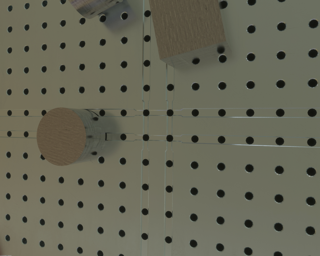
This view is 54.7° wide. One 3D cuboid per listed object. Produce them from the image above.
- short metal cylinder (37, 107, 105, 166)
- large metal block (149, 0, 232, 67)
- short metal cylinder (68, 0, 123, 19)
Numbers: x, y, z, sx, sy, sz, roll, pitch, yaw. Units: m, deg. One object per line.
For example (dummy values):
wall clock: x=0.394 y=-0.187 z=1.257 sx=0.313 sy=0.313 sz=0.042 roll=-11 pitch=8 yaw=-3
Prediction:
short metal cylinder: x=-0.126 y=0.012 z=0.444 sx=0.080 sy=0.050 sz=0.079 roll=0 pitch=90 yaw=20
large metal block: x=0.038 y=-0.129 z=0.386 sx=0.080 sy=0.050 sz=0.080 roll=-12 pitch=86 yaw=19
short metal cylinder: x=-0.093 y=-0.196 z=0.416 sx=0.050 sy=0.080 sz=0.080 roll=-21 pitch=83 yaw=19
